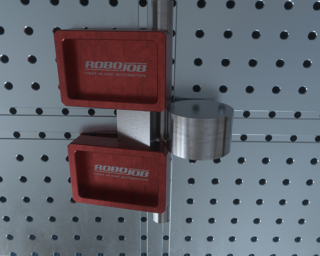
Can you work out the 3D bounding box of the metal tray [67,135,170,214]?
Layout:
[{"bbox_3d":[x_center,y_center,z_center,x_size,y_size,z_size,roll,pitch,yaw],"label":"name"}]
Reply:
[{"bbox_3d":[-0.053,0.061,0.414,0.131,0.030,0.089,5,111,11],"label":"metal tray"}]

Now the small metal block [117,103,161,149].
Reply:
[{"bbox_3d":[-0.027,-0.006,0.396,0.050,0.025,0.050,13,113,29],"label":"small metal block"}]

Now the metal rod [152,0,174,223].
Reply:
[{"bbox_3d":[0.002,-0.007,0.406,0.025,0.025,0.298,0,110,0],"label":"metal rod"}]

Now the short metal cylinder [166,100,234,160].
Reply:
[{"bbox_3d":[0.048,0.000,0.381,0.081,0.080,0.050,0,110,0],"label":"short metal cylinder"}]

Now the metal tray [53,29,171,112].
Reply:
[{"bbox_3d":[-0.054,-0.069,0.366,0.131,0.030,0.089,4,111,11],"label":"metal tray"}]
